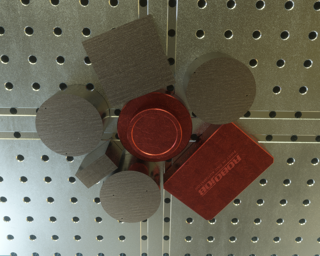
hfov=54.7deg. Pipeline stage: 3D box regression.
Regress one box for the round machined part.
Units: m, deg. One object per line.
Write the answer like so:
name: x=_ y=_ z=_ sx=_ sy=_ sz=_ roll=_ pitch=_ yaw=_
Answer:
round machined part: x=-0.007 y=0.001 z=0.404 sx=0.099 sy=0.042 sz=0.097 roll=0 pitch=110 yaw=0

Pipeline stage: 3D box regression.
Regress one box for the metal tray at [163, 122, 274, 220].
metal tray: x=0.078 y=0.057 z=0.431 sx=0.090 sy=0.030 sz=0.130 roll=39 pitch=105 yaw=-13

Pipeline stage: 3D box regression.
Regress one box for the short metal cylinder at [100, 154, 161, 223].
short metal cylinder: x=-0.039 y=0.083 z=0.429 sx=0.081 sy=0.050 sz=0.079 roll=0 pitch=110 yaw=0

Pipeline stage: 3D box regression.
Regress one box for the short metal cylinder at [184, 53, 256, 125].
short metal cylinder: x=0.071 y=-0.050 z=0.381 sx=0.081 sy=0.050 sz=0.079 roll=0 pitch=110 yaw=0

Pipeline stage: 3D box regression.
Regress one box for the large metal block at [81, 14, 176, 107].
large metal block: x=-0.034 y=-0.081 z=0.370 sx=0.080 sy=0.050 sz=0.080 roll=-20 pitch=109 yaw=7

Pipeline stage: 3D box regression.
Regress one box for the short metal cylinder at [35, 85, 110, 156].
short metal cylinder: x=-0.108 y=-0.011 z=0.394 sx=0.081 sy=0.050 sz=0.079 roll=0 pitch=110 yaw=0

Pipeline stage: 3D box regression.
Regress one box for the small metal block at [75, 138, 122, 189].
small metal block: x=-0.080 y=0.047 z=0.415 sx=0.050 sy=0.050 sz=0.025 roll=-35 pitch=106 yaw=12
